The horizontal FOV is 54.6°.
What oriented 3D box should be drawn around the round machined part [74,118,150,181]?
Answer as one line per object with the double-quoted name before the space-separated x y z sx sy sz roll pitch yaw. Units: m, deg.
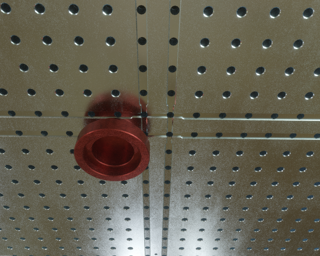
"round machined part" -0.062 0.025 0.421 0.099 0.042 0.097 0 130 0
